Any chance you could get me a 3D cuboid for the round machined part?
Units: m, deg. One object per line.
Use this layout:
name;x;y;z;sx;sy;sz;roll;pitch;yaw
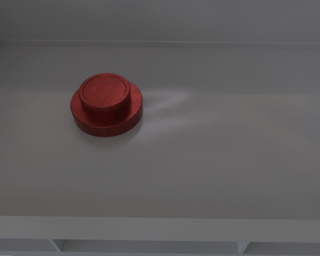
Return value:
round machined part;-0.074;-0.038;0.426;0.099;0.042;0.098;0;50;0
